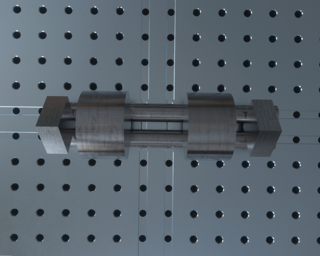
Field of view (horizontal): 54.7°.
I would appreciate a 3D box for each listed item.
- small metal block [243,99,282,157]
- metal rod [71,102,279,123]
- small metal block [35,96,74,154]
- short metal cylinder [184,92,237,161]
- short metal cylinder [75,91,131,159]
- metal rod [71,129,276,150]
[{"bbox_3d":[0.123,0.000,0.379,0.025,0.050,0.050,1,49,0],"label":"small metal block"},{"bbox_3d":[0.004,-0.020,0.413,0.302,0.025,0.025,1,90,0],"label":"metal rod"},{"bbox_3d":[-0.125,-0.004,0.377,0.025,0.050,0.050,1,48,0],"label":"small metal block"},{"bbox_3d":[0.055,-0.002,0.364,0.050,0.080,0.079,1,90,0],"label":"short metal cylinder"},{"bbox_3d":[-0.063,-0.004,0.363,0.050,0.080,0.079,1,90,0],"label":"short metal cylinder"},{"bbox_3d":[0.001,0.015,0.413,0.302,0.025,0.025,1,90,0],"label":"metal rod"}]
